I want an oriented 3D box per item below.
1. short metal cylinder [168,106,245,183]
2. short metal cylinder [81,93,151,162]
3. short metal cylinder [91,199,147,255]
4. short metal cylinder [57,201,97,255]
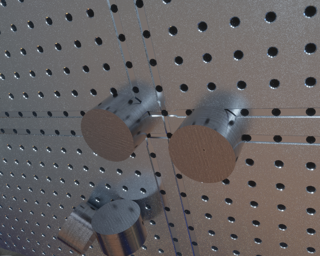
[{"bbox_3d":[0.057,0.020,0.376,0.080,0.050,0.079,13,124,20],"label":"short metal cylinder"},{"bbox_3d":[-0.060,-0.001,0.424,0.080,0.050,0.079,13,124,20],"label":"short metal cylinder"},{"bbox_3d":[-0.066,0.163,0.510,0.080,0.080,0.050,2,119,27],"label":"short metal cylinder"},{"bbox_3d":[-0.137,0.178,0.556,0.050,0.080,0.079,31,128,8],"label":"short metal cylinder"}]
